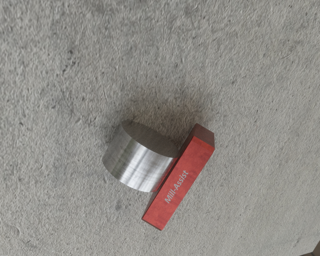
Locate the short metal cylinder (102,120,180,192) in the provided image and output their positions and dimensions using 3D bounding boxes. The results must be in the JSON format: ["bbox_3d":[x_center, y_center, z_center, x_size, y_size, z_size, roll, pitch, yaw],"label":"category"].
[{"bbox_3d":[-0.023,0.033,0.379,0.080,0.080,0.050,20,108,-36],"label":"short metal cylinder"}]

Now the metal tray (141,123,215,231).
[{"bbox_3d":[0.027,0.062,0.418,0.030,0.090,0.129,31,105,2],"label":"metal tray"}]
